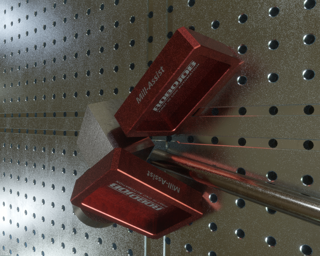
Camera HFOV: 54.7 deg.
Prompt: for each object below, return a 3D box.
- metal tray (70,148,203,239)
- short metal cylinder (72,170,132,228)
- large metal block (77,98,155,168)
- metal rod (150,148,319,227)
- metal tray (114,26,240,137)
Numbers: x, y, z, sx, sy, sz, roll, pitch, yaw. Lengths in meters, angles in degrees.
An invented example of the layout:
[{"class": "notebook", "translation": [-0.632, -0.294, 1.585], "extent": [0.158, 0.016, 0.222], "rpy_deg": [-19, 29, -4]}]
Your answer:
[{"class": "metal tray", "translation": [-0.025, 0.083, 0.366], "extent": [0.090, 0.130, 0.030], "rpy_deg": [-39, 31, 33]}, {"class": "short metal cylinder", "translation": [-0.078, 0.094, 0.429], "extent": [0.050, 0.081, 0.080], "rpy_deg": [-48, 59, 58]}, {"class": "large metal block", "translation": [-0.061, 0.021, 0.397], "extent": [0.080, 0.050, 0.079], "rpy_deg": [55, 140, 24]}, {"class": "metal rod", "translation": [0.108, 0.068, 0.319], "extent": [0.300, 0.025, 0.025], "rpy_deg": [14, 99, 39]}, {"class": "metal tray", "translation": [0.019, -0.044, 0.351], "extent": [0.129, 0.091, 0.030], "rpy_deg": [-49, 61, 28]}]
